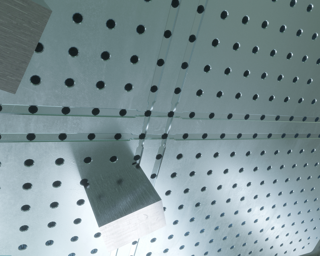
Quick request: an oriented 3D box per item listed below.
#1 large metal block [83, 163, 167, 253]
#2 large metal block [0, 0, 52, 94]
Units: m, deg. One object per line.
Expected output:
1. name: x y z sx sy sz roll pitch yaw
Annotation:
1. large metal block: -0.048 0.102 0.412 0.081 0.080 0.050 -20 126 -16
2. large metal block: -0.149 -0.086 0.260 0.080 0.050 0.080 20 108 -36
